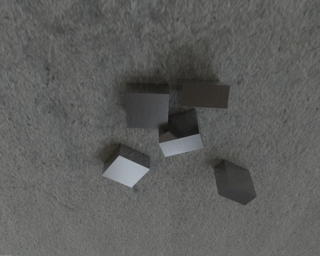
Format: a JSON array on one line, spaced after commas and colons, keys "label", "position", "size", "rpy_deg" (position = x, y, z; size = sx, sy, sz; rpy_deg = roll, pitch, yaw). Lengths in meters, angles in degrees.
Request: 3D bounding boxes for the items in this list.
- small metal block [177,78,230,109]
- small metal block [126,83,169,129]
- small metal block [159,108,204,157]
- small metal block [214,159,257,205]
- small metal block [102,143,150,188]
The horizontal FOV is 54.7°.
[{"label": "small metal block", "position": [0.047, -0.041, 0.353], "size": [0.050, 0.050, 0.025], "rpy_deg": [3, 105, -3]}, {"label": "small metal block", "position": [-0.015, -0.027, 0.381], "size": [0.050, 0.025, 0.050], "rpy_deg": [2, 125, -1]}, {"label": "small metal block", "position": [0.026, 0.005, 0.396], "size": [0.050, 0.050, 0.025], "rpy_deg": [-14, 129, 11]}, {"label": "small metal block", "position": [0.111, 0.081, 0.461], "size": [0.050, 0.050, 0.025], "rpy_deg": [25, 126, -20]}, {"label": "small metal block", "position": [-0.049, 0.056, 0.454], "size": [0.050, 0.025, 0.050], "rpy_deg": [28, 125, -22]}]
